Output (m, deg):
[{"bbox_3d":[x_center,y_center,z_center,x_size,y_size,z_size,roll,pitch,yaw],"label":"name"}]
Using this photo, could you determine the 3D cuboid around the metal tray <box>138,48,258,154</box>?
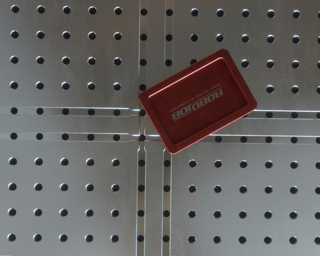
[{"bbox_3d":[0.049,-0.034,0.411,0.130,0.030,0.090,-29,90,-1],"label":"metal tray"}]
